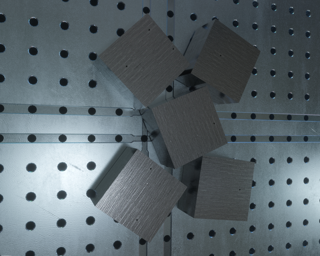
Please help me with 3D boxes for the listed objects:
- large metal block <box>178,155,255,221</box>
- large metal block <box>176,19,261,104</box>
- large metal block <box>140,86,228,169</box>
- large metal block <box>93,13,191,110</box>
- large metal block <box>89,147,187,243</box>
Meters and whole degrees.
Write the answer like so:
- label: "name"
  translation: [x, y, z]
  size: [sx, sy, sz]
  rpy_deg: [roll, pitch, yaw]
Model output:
- label: "large metal block"
  translation: [0.077, 0.080, 0.427]
  size: [0.081, 0.050, 0.080]
  rpy_deg: [10, 87, -20]
- label: "large metal block"
  translation: [0.078, -0.087, 0.427]
  size: [0.080, 0.050, 0.080]
  rpy_deg: [28, 81, -21]
- label: "large metal block"
  translation: [0.031, -0.002, 0.409]
  size: [0.081, 0.050, 0.080]
  rpy_deg: [-24, 98, -18]
- label: "large metal block"
  translation: [-0.024, -0.080, 0.390]
  size: [0.080, 0.050, 0.080]
  rpy_deg: [-46, 104, -14]
- label: "large metal block"
  translation: [-0.028, 0.080, 0.387]
  size: [0.080, 0.050, 0.080]
  rpy_deg: [39, 77, -16]
